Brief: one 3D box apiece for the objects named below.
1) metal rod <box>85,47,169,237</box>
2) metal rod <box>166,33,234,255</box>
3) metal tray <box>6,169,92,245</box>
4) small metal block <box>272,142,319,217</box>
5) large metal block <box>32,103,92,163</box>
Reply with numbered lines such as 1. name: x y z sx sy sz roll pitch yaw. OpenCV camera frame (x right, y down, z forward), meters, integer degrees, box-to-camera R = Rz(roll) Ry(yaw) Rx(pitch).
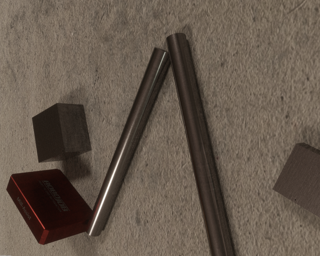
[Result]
1. metal rod: -0.050 0.031 0.443 0.025 0.025 0.298 35 111 34
2. metal rod: 0.048 0.032 0.363 0.025 0.025 0.298 -18 79 38
3. metal tray: -0.178 0.122 0.506 0.130 0.091 0.030 40 114 32
4. small metal block: 0.142 0.047 0.287 0.050 0.025 0.050 32 110 35
5. large metal block: -0.167 0.010 0.523 0.080 0.050 0.080 -20 77 38
